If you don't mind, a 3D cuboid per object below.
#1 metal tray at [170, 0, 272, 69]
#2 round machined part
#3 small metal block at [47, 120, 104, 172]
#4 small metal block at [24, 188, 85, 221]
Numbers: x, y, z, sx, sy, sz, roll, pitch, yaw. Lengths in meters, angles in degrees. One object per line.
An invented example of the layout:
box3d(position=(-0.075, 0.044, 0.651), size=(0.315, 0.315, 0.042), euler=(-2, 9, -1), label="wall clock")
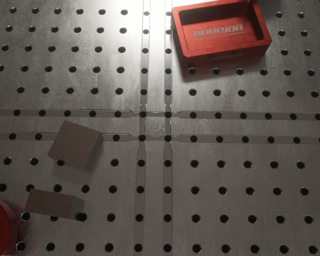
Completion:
box3d(position=(0.088, -0.144, 0.462), size=(0.131, 0.030, 0.090), euler=(-10, 70, -4), label="metal tray")
box3d(position=(-0.212, 0.126, 0.354), size=(0.099, 0.042, 0.098), euler=(0, 70, -1), label="round machined part")
box3d(position=(-0.108, 0.023, 0.402), size=(0.050, 0.025, 0.050), euler=(18, 71, 6), label="small metal block")
box3d(position=(-0.122, 0.091, 0.364), size=(0.050, 0.050, 0.025), euler=(9, 71, 3), label="small metal block")
